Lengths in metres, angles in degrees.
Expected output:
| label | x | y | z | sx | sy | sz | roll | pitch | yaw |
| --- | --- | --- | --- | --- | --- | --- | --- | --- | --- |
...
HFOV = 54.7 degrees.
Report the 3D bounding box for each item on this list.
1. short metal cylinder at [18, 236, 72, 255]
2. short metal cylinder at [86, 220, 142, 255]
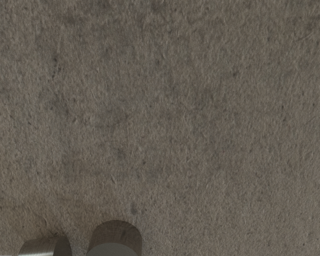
| label | x | y | z | sx | sy | sz | roll | pitch | yaw |
| --- | --- | --- | --- | --- | --- | --- | --- | --- | --- |
| short metal cylinder | -0.166 | 0.203 | 0.453 | 0.050 | 0.080 | 0.079 | -7 | 110 | 2 |
| short metal cylinder | -0.068 | 0.187 | 0.465 | 0.081 | 0.050 | 0.079 | 0 | 110 | -1 |
